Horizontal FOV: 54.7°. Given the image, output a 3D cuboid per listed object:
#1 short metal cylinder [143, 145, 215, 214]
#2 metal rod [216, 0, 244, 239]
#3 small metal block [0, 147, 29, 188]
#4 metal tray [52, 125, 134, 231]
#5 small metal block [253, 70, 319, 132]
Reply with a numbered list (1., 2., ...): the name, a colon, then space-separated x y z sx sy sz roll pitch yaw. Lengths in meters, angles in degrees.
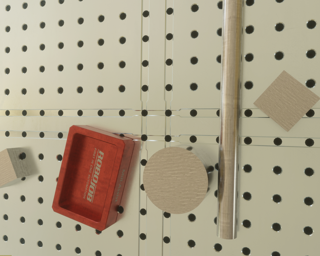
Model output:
1. short metal cylinder: 0.025 0.062 0.390 0.080 0.050 0.079 0 90 19
2. metal rod: 0.086 -0.016 0.381 0.025 0.025 0.298 2 91 19
3. small metal block: -0.246 0.065 0.497 0.050 0.025 0.050 -26 82 17
4. metal tray: -0.096 0.068 0.442 0.090 0.030 0.129 16 95 19
5. small metal block: 0.146 -0.031 0.361 0.050 0.025 0.050 43 103 14
